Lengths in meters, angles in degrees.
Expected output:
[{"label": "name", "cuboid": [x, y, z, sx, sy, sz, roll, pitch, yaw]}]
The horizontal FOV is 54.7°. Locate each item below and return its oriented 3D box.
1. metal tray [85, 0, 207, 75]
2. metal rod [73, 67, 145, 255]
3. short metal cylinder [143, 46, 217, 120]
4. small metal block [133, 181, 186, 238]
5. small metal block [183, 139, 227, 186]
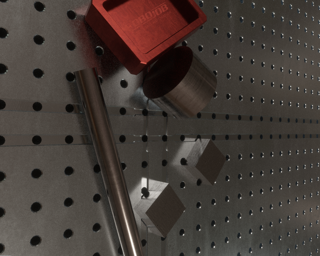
[{"label": "metal tray", "cuboid": [-0.012, -0.134, 0.377, 0.090, 0.030, 0.131, 50, 58, -4]}, {"label": "metal rod", "cuboid": [-0.050, 0.079, 0.368, 0.025, 0.025, 0.298, -21, 104, -38]}, {"label": "short metal cylinder", "cuboid": [0.025, -0.057, 0.396, 0.050, 0.080, 0.080, 38, 67, -35]}, {"label": "small metal block", "cuboid": [0.001, 0.107, 0.412, 0.050, 0.025, 0.050, -47, 119, -30]}, {"label": "small metal block", "cuboid": [0.069, 0.051, 0.470, 0.050, 0.025, 0.050, 48, 62, -30]}]
